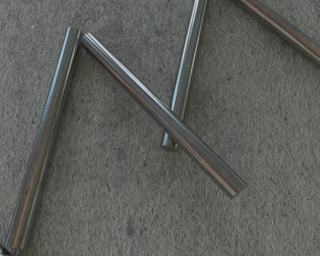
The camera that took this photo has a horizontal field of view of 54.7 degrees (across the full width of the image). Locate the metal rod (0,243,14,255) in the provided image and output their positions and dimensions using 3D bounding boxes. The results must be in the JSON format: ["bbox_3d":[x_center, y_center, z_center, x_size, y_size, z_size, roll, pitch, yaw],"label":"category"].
[{"bbox_3d":[-0.173,0.157,0.349,0.300,0.025,0.025,37,74,12],"label":"metal rod"}]

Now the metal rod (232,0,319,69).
[{"bbox_3d":[0.202,-0.131,0.457,0.025,0.025,0.300,-42,75,-14],"label":"metal rod"}]

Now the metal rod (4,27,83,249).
[{"bbox_3d":[-0.146,-0.002,0.407,0.025,0.025,0.299,7,70,2],"label":"metal rod"}]

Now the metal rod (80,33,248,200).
[{"bbox_3d":[-0.009,-0.029,0.396,0.025,0.025,0.300,-39,66,-13],"label":"metal rod"}]

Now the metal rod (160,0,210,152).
[{"bbox_3d":[0.044,-0.111,0.448,0.025,0.025,0.299,12,70,4],"label":"metal rod"}]
